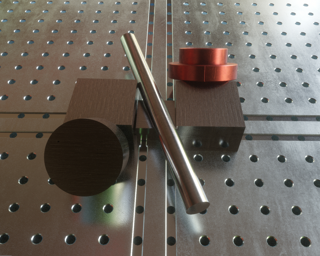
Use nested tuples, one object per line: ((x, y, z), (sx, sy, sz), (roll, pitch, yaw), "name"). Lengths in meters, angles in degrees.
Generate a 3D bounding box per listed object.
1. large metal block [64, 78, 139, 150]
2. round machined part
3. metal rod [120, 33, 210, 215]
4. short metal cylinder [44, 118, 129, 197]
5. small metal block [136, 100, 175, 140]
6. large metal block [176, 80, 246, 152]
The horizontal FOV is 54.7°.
((-0.072, -0.019, 0.408), (0.080, 0.050, 0.080), (2, 50, 1), "large metal block")
((0.061, -0.093, 0.443), (0.099, 0.042, 0.098), (1, 15, 0), "round machined part")
((-0.006, -0.030, 0.399), (0.025, 0.025, 0.300), (-13, 51, -11), "metal rod")
((-0.077, 0.029, 0.339), (0.080, 0.050, 0.079), (0, 93, 1), "short metal cylinder")
((-0.005, -0.011, 0.417), (0.050, 0.025, 0.050), (1, 50, 0), "small metal block")
((0.061, -0.017, 0.406), (0.081, 0.050, 0.080), (1, 50, 0), "large metal block")
